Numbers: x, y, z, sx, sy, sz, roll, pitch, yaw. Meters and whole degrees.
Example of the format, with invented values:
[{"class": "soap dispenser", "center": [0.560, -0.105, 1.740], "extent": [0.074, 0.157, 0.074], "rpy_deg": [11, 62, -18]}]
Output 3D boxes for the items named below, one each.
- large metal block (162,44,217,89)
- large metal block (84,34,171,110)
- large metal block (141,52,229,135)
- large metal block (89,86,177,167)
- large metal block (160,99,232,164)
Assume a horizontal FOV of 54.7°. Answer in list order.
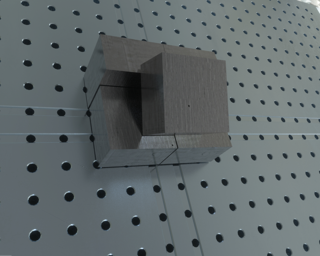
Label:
[{"class": "large metal block", "center": [0.028, -0.064, 0.427], "extent": [0.081, 0.080, 0.050], "rpy_deg": [1, 62, -28]}, {"class": "large metal block", "center": [-0.044, -0.065, 0.389], "extent": [0.081, 0.080, 0.050], "rpy_deg": [1, 62, -28]}, {"class": "large metal block", "center": [0.027, -0.033, 0.343], "extent": [0.081, 0.050, 0.080], "rpy_deg": [0, 86, -29]}, {"class": "large metal block", "center": [-0.035, -0.001, 0.373], "extent": [0.081, 0.050, 0.080], "rpy_deg": [1, 62, -28]}, {"class": "large metal block", "center": [0.038, 0.000, 0.411], "extent": [0.081, 0.050, 0.080], "rpy_deg": [1, 62, -28]}]
